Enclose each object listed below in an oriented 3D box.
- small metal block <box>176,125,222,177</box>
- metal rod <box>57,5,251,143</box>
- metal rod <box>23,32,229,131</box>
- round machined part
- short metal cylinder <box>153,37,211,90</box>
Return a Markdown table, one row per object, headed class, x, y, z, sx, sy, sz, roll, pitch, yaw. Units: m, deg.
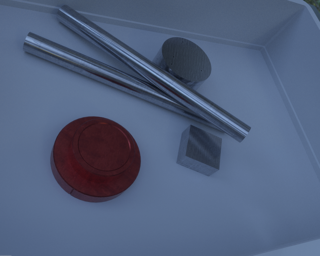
| class | x | y | z | sx | sy | sz | roll | pitch | yaw |
| --- | --- | --- | --- | --- | --- | --- | --- | --- | --- |
| small metal block | 0.054 | 0.031 | 0.418 | 0.050 | 0.025 | 0.050 | 24 | 53 | -14 |
| metal rod | -0.012 | -0.076 | 0.418 | 0.301 | 0.025 | 0.025 | 34 | 51 | 5 |
| metal rod | -0.029 | -0.055 | 0.424 | 0.302 | 0.025 | 0.025 | 21 | 54 | -16 |
| round machined part | -0.067 | 0.029 | 0.342 | 0.099 | 0.042 | 0.098 | 14 | 56 | -21 |
| short metal cylinder | 0.028 | -0.087 | 0.460 | 0.081 | 0.050 | 0.080 | 14 | 56 | -21 |
